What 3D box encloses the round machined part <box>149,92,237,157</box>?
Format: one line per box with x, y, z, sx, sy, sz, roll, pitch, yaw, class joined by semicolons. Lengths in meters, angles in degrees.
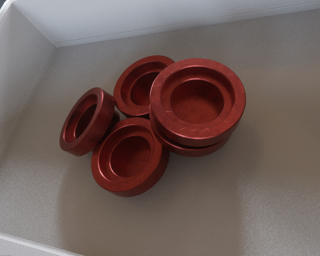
0.038;-0.011;0.366;0.099;0.042;0.098;-1;63;2;round machined part

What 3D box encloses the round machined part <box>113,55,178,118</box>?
-0.012;-0.049;0.428;0.098;0.042;0.098;-13;56;21;round machined part

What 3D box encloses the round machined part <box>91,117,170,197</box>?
-0.033;0.039;0.385;0.098;0.042;0.098;-13;56;21;round machined part

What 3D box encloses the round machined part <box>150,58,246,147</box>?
0.040;-0.024;0.337;0.099;0.042;0.098;-1;64;3;round machined part

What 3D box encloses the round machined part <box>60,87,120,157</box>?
-0.093;-0.005;0.432;0.098;0.042;0.098;-31;41;33;round machined part
